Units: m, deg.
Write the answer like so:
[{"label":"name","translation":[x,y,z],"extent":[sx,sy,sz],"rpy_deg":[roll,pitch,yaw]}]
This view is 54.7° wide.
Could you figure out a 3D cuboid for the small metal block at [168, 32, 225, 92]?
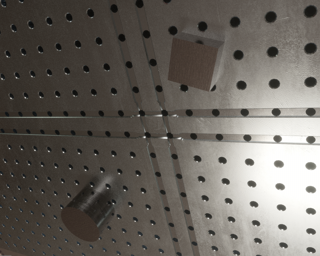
[{"label":"small metal block","translation":[0.039,-0.074,0.344],"extent":[0.050,0.025,0.050],"rpy_deg":[19,126,17]}]

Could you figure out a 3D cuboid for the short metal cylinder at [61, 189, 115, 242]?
[{"label":"short metal cylinder","translation":[-0.129,0.157,0.557],"extent":[0.080,0.050,0.079],"rpy_deg":[13,124,20]}]
